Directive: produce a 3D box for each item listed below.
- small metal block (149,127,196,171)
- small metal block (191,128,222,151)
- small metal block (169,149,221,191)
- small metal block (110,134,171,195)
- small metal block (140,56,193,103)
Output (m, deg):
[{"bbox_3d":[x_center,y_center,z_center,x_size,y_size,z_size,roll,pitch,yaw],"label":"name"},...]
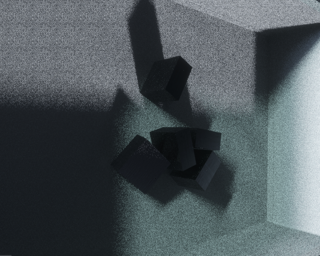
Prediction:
[{"bbox_3d":[0.016,0.026,0.406,0.025,0.050,0.050,-20,103,-39],"label":"small metal block"},{"bbox_3d":[0.049,0.016,0.434,0.050,0.050,0.025,11,83,-40],"label":"small metal block"},{"bbox_3d":[0.049,0.057,0.434,0.025,0.050,0.050,51,60,-29],"label":"small metal block"},{"bbox_3d":[-0.023,0.045,0.382,0.050,0.025,0.050,-49,120,-12],"label":"small metal block"},{"bbox_3d":[0.008,-0.061,0.399,0.025,0.050,0.050,36,68,-35],"label":"small metal block"}]
